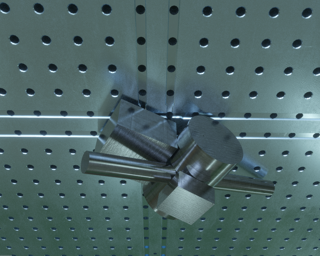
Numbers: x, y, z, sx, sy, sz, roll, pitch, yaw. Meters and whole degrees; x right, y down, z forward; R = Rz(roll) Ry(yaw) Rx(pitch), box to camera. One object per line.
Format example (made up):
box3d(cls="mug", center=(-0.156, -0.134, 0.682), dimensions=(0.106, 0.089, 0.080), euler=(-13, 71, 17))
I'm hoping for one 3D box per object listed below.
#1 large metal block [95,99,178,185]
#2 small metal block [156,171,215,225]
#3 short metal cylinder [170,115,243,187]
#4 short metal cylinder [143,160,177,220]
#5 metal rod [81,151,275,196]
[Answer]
box3d(cls="large metal block", center=(-0.033, 0.021, 0.405), dimensions=(0.080, 0.050, 0.080), euler=(23, 126, -19))
box3d(cls="small metal block", center=(0.031, 0.086, 0.377), dimensions=(0.050, 0.025, 0.050), euler=(28, 125, -12))
box3d(cls="short metal cylinder", center=(0.058, 0.030, 0.397), dimensions=(0.080, 0.080, 0.050), euler=(22, 127, -18))
box3d(cls="short metal cylinder", center=(0.023, 0.082, 0.441), dimensions=(0.080, 0.080, 0.050), euler=(24, 126, -19))
box3d(cls="metal rod", center=(0.045, 0.066, 0.412), dimensions=(0.302, 0.025, 0.025), euler=(13, 131, -31))
